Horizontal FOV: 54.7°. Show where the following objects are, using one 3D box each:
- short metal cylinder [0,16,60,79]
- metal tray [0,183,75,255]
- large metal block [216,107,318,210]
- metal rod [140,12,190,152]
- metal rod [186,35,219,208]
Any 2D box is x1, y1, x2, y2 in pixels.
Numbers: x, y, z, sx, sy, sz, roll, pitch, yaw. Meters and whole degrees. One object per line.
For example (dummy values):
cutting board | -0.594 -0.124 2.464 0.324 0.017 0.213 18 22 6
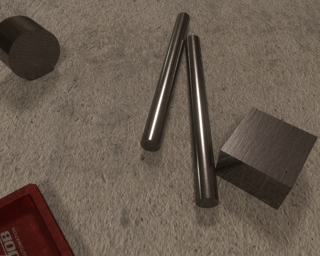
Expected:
short metal cylinder | -0.200 -0.121 0.466 0.050 0.080 0.080 38 59 27
metal tray | -0.133 0.126 0.292 0.091 0.030 0.130 -29 56 -23
large metal block | 0.122 0.033 0.361 0.080 0.050 0.080 29 56 22
metal rod | 0.016 -0.091 0.479 0.025 0.025 0.300 9 50 7
metal rod | 0.054 -0.033 0.431 0.025 0.025 0.300 1 50 0
